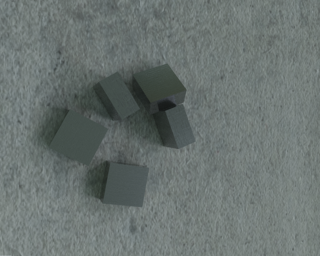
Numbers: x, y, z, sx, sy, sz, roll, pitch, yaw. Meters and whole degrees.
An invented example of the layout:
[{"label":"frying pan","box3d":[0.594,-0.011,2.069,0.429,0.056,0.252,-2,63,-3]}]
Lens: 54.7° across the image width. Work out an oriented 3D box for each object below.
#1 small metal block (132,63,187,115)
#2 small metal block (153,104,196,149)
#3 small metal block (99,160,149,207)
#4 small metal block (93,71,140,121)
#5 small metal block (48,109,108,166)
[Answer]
[{"label":"small metal block","box3d":[-0.002,-0.050,0.396,0.050,0.025,0.050,-21,61,-19]},{"label":"small metal block","box3d":[0.017,-0.002,0.403,0.025,0.050,0.050,-22,98,-19]},{"label":"small metal block","box3d":[-0.045,0.071,0.393,0.050,0.025,0.050,11,86,-20]},{"label":"small metal block","box3d":[-0.054,-0.037,0.376,0.025,0.050,0.050,-33,101,-17]},{"label":"small metal block","box3d":[-0.098,0.011,0.373,0.050,0.025,0.050,29,80,-18]}]
